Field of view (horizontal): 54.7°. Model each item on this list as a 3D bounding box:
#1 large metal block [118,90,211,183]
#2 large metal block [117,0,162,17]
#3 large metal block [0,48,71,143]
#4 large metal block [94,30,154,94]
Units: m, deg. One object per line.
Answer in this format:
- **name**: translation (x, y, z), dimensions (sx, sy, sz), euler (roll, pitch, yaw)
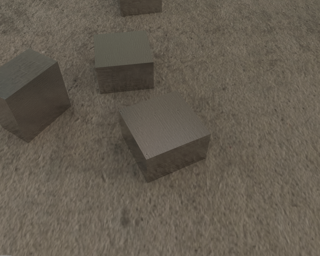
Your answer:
- **large metal block**: translation (0.004, 0.008, 0.380), dimensions (0.081, 0.050, 0.080), euler (-21, 53, -17)
- **large metal block**: translation (-0.044, -0.268, 0.612), dimensions (0.081, 0.050, 0.080), euler (-10, 51, -9)
- **large metal block**: translation (-0.170, -0.042, 0.400), dimensions (0.050, 0.080, 0.080), euler (26, 55, 20)
- **large metal block**: translation (-0.055, -0.101, 0.471), dimensions (0.081, 0.050, 0.080), euler (-7, 51, -6)
